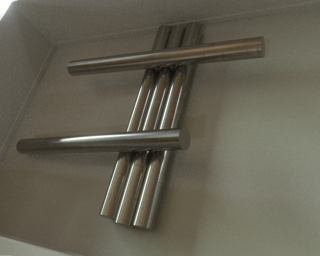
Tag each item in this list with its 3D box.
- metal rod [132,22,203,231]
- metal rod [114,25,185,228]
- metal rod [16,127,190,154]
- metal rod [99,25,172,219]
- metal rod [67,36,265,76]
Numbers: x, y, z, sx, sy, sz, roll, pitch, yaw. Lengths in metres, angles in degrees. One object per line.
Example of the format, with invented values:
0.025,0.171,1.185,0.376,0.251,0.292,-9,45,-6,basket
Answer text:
0.017,-0.020,0.407,0.025,0.025,0.300,1,62,29,metal rod
-0.006,-0.019,0.420,0.025,0.025,0.300,1,62,29,metal rod
-0.097,0.021,0.420,0.300,0.025,0.025,-4,60,34,metal rod
-0.026,-0.024,0.434,0.025,0.025,0.300,1,62,28,metal rod
-0.010,-0.097,0.437,0.300,0.025,0.025,0,62,28,metal rod
